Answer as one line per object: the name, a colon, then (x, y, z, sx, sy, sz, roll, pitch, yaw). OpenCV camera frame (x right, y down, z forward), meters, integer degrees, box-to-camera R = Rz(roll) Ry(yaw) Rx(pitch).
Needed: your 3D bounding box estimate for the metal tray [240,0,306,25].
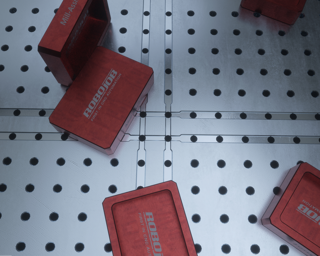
metal tray: (0.196, -0.238, 0.498, 0.090, 0.030, 0.130, 24, 72, 8)

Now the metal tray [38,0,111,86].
metal tray: (-0.110, -0.131, 0.423, 0.030, 0.090, 0.130, 18, 71, 6)

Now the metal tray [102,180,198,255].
metal tray: (-0.008, 0.135, 0.359, 0.091, 0.030, 0.130, -14, 71, -6)

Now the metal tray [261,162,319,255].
metal tray: (0.202, 0.114, 0.369, 0.130, 0.030, 0.090, 34, 73, 11)

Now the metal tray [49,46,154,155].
metal tray: (-0.076, -0.040, 0.423, 0.090, 0.030, 0.130, 25, 72, 8)
